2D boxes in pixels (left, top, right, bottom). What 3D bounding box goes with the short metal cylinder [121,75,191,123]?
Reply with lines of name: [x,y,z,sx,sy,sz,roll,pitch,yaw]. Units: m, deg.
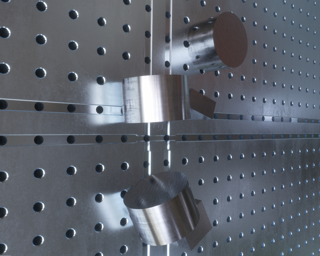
short metal cylinder: [-0.005,-0.034,0.369,0.081,0.080,0.050,-6,94,-40]

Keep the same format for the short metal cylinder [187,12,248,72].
short metal cylinder: [0.087,-0.127,0.465,0.081,0.050,0.079,0,90,-40]

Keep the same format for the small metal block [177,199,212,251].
small metal block: [0.044,0.137,0.446,0.050,0.025,0.050,-34,111,-35]

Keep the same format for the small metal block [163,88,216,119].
small metal block: [0.040,-0.032,0.426,0.050,0.050,0.025,23,76,-38]

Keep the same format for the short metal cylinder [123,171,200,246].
short metal cylinder: [0.002,0.095,0.376,0.081,0.080,0.050,-32,110,-36]
